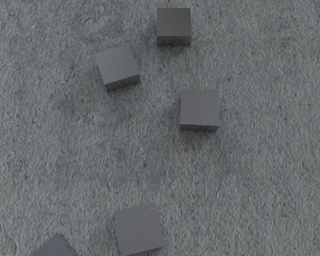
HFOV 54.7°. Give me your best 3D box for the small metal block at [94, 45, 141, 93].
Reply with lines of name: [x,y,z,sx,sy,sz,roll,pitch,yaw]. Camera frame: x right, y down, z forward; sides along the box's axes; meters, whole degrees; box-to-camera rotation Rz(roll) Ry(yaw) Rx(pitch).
small metal block: [-0.059,-0.084,0.438,0.050,0.025,0.050,-18,71,-7]

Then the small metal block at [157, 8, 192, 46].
small metal block: [0.020,-0.151,0.463,0.050,0.025,0.050,0,70,0]

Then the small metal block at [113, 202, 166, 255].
small metal block: [-0.024,0.119,0.364,0.050,0.025,0.050,-12,71,-5]

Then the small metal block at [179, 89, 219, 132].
small metal block: [0.052,-0.023,0.417,0.050,0.025,0.050,3,70,1]

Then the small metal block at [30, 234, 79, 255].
small metal block: [-0.120,0.157,0.350,0.050,0.025,0.050,-40,75,-13]
